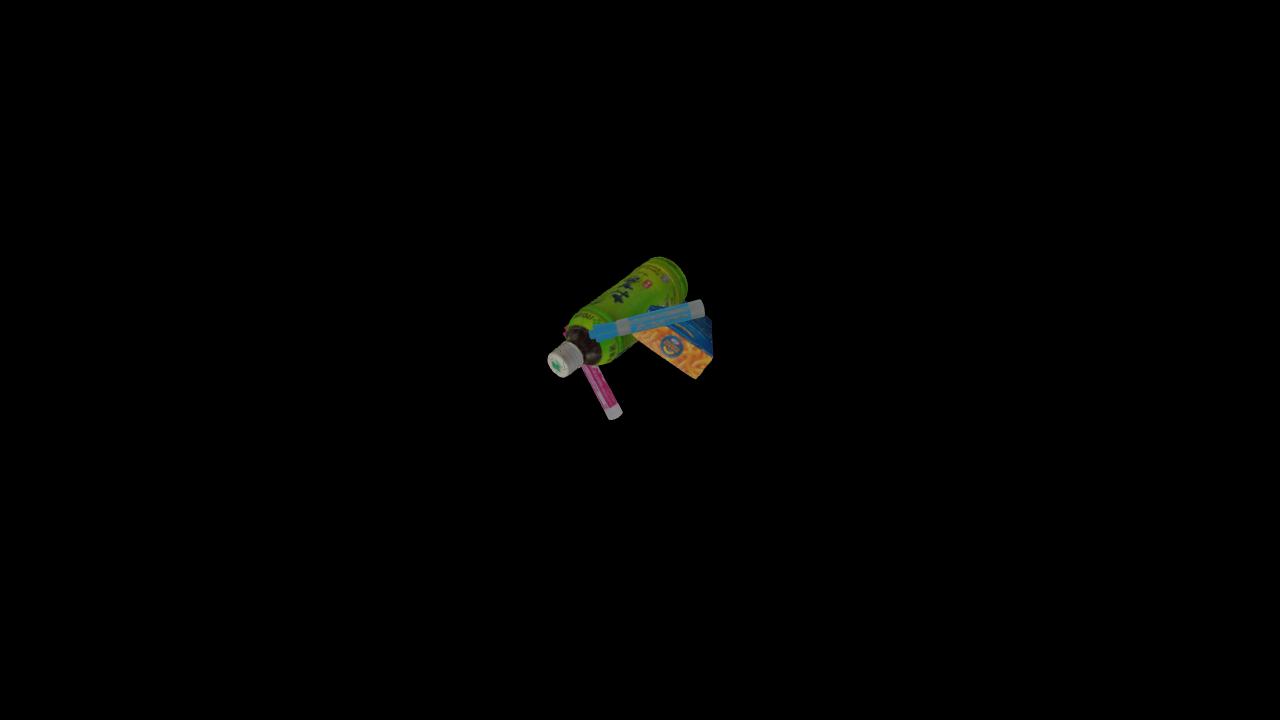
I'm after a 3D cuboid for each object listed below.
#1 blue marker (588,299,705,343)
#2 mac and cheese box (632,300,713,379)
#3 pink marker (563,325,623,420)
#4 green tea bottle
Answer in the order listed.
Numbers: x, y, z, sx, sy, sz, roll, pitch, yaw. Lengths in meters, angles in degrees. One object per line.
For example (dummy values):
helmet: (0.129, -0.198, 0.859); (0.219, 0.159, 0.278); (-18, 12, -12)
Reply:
blue marker: (0.007, -0.040, 0.632); (0.121, 0.020, 0.020); (-14, 1, -6)
mac and cheese box: (0.045, -0.042, 0.770); (0.093, 0.041, 0.184); (36, 17, -5)
pink marker: (-0.054, 0.013, 0.699); (0.020, 0.121, 0.020); (-25, 16, 7)
green tea bottle: (-0.025, -0.047, 0.712); (0.073, 0.073, 0.212); (0, 31, 40)
